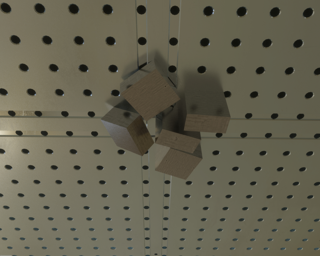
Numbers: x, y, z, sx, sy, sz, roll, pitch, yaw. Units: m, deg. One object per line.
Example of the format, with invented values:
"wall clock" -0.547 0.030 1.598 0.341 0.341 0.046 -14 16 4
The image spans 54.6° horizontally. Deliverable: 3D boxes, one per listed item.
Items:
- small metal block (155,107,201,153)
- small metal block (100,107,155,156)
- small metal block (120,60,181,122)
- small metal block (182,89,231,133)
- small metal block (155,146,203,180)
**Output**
"small metal block" 0.022 0.000 0.396 0.050 0.050 0.025 16 128 -13
"small metal block" -0.041 0.004 0.397 0.050 0.025 0.050 17 144 40
"small metal block" -0.012 -0.044 0.369 0.050 0.025 0.050 -33 123 14
"small metal block" 0.054 -0.021 0.378 0.050 0.050 0.025 4 130 -4
"small metal block" 0.026 0.044 0.449 0.050 0.025 0.050 19 128 -16
